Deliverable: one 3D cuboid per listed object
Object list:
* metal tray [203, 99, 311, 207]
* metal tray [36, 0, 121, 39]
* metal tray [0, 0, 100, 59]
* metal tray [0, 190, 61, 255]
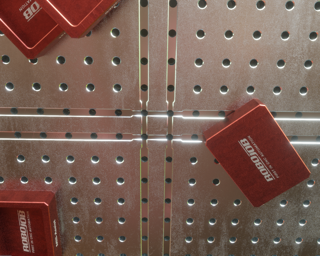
[{"bbox_3d":[0.132,0.037,0.425,0.090,0.030,0.130,-36,107,12],"label":"metal tray"},{"bbox_3d":[-0.072,-0.168,0.315,0.130,0.030,0.090,-41,106,11],"label":"metal tray"},{"bbox_3d":[-0.130,-0.154,0.353,0.130,0.030,0.090,-37,106,12],"label":"metal tray"},{"bbox_3d":[-0.203,0.158,0.467,0.090,0.030,0.129,1,110,-1],"label":"metal tray"}]
